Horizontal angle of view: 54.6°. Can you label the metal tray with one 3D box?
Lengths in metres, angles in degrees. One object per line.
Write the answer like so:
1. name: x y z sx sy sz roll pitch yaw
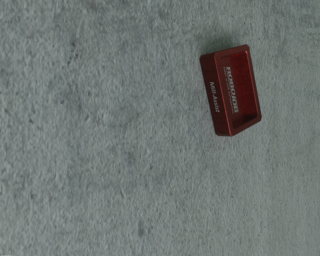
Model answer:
1. metal tray: 0.116 -0.061 0.496 0.091 0.030 0.129 -23 105 -37
